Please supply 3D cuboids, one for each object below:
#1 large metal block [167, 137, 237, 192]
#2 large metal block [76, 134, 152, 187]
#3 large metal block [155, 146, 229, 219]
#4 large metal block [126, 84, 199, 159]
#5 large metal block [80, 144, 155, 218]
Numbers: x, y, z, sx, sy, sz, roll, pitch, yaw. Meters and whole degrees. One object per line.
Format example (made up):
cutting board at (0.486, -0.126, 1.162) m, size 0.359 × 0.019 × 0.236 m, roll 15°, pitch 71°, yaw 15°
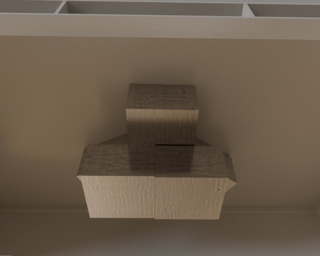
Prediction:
large metal block at (0.049, 0.067, 0.446) m, size 0.080 × 0.050 × 0.080 m, roll 28°, pitch 125°, yaw -21°
large metal block at (-0.057, 0.062, 0.443) m, size 0.080 × 0.050 × 0.080 m, roll -21°, pitch 127°, yaw 16°
large metal block at (0.034, 0.068, 0.381) m, size 0.081 × 0.050 × 0.079 m, roll 0°, pitch 130°, yaw -1°
large metal block at (0.002, -0.006, 0.385) m, size 0.081 × 0.050 × 0.079 m, roll 1°, pitch 130°, yaw -1°
large metal block at (-0.047, 0.066, 0.381) m, size 0.081 × 0.050 × 0.079 m, roll 0°, pitch 130°, yaw -1°
